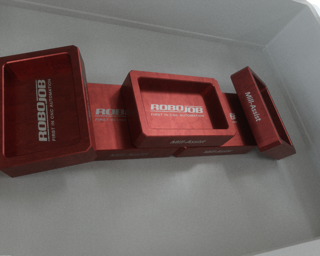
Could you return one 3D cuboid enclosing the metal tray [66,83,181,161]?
[{"bbox_3d":[-0.046,-0.008,0.382,0.131,0.030,0.090,0,62,-28],"label":"metal tray"}]

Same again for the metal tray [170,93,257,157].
[{"bbox_3d":[0.070,-0.007,0.443,0.131,0.030,0.090,0,62,-28],"label":"metal tray"}]

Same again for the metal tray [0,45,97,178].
[{"bbox_3d":[-0.121,-0.021,0.325,0.091,0.030,0.130,-11,65,-5],"label":"metal tray"}]

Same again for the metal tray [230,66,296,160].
[{"bbox_3d":[0.158,-0.021,0.473,0.090,0.030,0.130,21,48,-52],"label":"metal tray"}]

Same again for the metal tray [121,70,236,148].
[{"bbox_3d":[0.024,-0.023,0.388,0.131,0.030,0.090,0,61,-28],"label":"metal tray"}]
